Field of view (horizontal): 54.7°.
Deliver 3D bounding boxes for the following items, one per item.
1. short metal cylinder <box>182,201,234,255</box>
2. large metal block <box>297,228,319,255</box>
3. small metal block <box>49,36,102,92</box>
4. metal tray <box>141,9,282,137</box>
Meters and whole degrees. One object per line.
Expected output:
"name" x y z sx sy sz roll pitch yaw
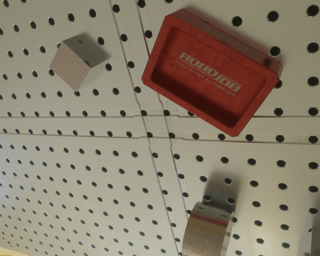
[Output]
"short metal cylinder" 0.069 0.148 0.431 0.050 0.080 0.079 12 124 22
"large metal block" 0.214 0.183 0.376 0.080 0.080 0.050 21 126 16
"small metal block" -0.114 -0.086 0.419 0.050 0.025 0.050 44 129 -3
"metal tray" 0.052 -0.059 0.343 0.130 0.030 0.089 32 129 7
